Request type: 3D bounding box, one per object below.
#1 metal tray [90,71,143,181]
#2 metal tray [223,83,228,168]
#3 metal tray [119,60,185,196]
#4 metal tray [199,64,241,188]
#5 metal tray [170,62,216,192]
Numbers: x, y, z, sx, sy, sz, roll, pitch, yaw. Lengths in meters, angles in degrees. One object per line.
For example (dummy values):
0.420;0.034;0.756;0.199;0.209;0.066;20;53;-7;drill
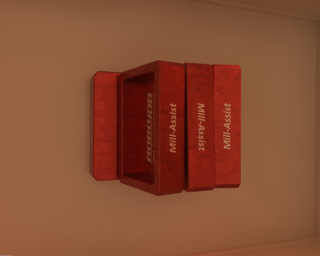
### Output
-0.040;-0.002;0.390;0.091;0.030;0.129;1;90;-20;metal tray
0.045;0.000;0.423;0.091;0.030;0.129;1;90;-20;metal tray
-0.012;0.000;0.335;0.030;0.090;0.129;0;90;-33;metal tray
0.065;-0.002;0.363;0.030;0.090;0.129;0;90;-6;metal tray
0.026;0.000;0.350;0.030;0.090;0.129;0;88;-20;metal tray
